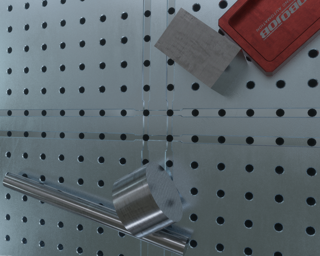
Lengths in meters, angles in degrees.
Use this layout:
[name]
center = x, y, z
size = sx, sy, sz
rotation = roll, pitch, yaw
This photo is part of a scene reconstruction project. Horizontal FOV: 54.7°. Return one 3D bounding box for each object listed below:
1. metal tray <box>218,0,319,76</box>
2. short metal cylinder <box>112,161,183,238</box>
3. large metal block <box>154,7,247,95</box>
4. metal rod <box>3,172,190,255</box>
[metal tray]
center = 0.145, -0.136, 0.358
size = 0.130, 0.030, 0.090
rotation = -44, 77, 14
[short metal cylinder]
center = -0.014, 0.089, 0.388
size = 0.050, 0.080, 0.080
rotation = -30, 80, 17
[large metal block]
center = 0.051, -0.086, 0.365
size = 0.080, 0.080, 0.050
rotation = 40, 103, 15
[metal rod]
center = -0.104, 0.118, 0.449
size = 0.301, 0.025, 0.025
rotation = 14, 95, 19
